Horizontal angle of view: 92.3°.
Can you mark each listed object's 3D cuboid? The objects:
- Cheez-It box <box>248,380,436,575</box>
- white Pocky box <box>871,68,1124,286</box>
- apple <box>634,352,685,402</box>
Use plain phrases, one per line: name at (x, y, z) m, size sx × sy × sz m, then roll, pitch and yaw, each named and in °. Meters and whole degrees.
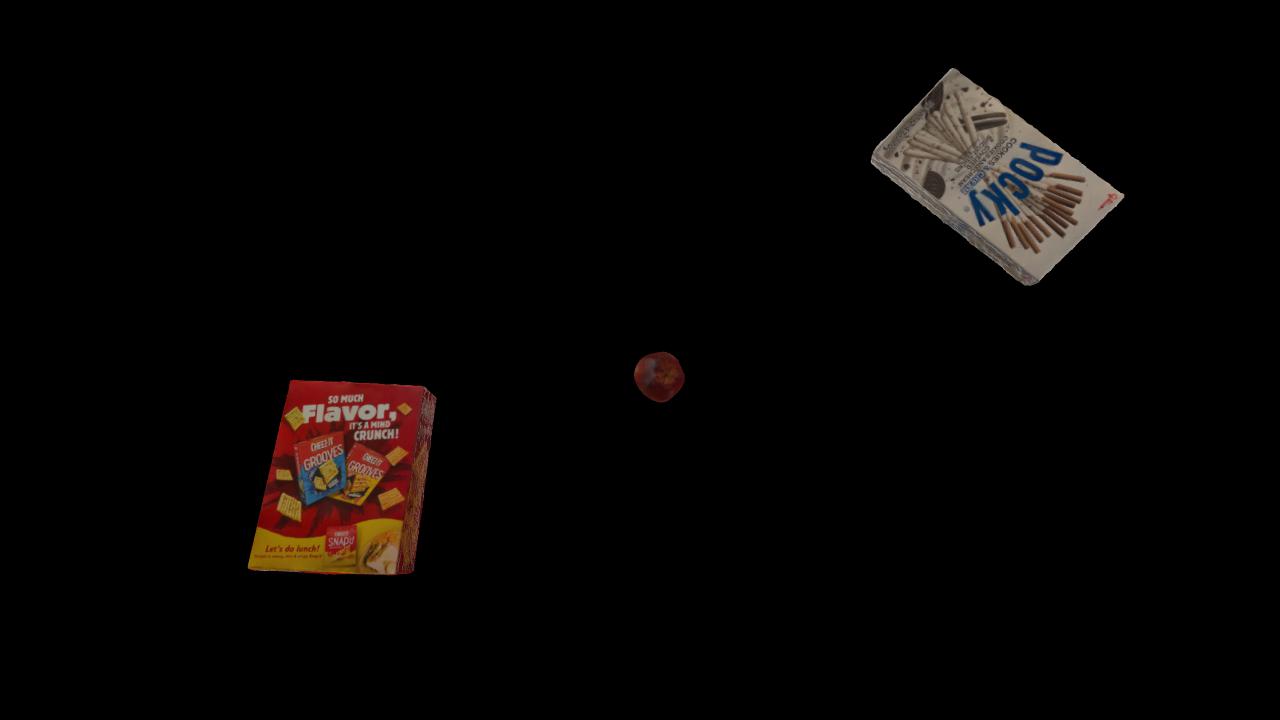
Cheez-It box at (-0.348, 0.139, 0.740) m, size 0.166 × 0.223 × 0.071 m, roll 3°, pitch -17°, yaw -2°
white Pocky box at (0.260, -0.136, 0.459) m, size 0.154 × 0.084 × 0.028 m, roll 44°, pitch 8°, yaw 11°
apple at (0.031, 0.026, 0.953) m, size 0.079 × 0.079 × 0.093 m, roll 0°, pitch -5°, yaw -16°
